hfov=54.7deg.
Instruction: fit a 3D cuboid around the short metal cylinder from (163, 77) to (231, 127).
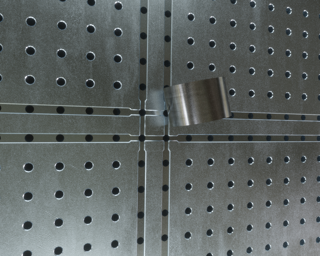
[{"bbox_3d":[0.048,-0.034,0.402,0.081,0.080,0.050,-12,95,-20],"label":"short metal cylinder"}]
